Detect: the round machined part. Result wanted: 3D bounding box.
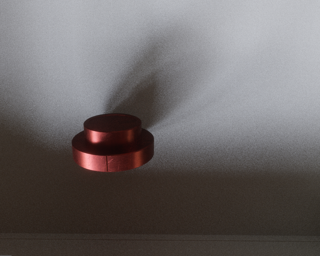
[{"bbox_3d":[-0.056,0.012,0.376,0.099,0.098,0.042,1,110,0],"label":"round machined part"}]
